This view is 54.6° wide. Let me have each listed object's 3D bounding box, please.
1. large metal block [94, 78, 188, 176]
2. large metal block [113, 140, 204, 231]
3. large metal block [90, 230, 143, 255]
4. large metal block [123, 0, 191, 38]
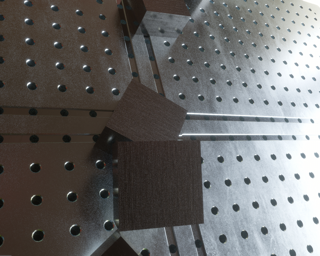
[{"bbox_3d":[-0.022,0.000,0.380,0.080,0.050,0.080,30,52,-9],"label":"large metal block"},{"bbox_3d":[-0.005,0.054,0.312,0.081,0.050,0.080,-1,85,-14],"label":"large metal block"},{"bbox_3d":[-0.046,0.132,0.251,0.080,0.080,0.050,-42,86,-16],"label":"large metal block"},{"bbox_3d":[-0.007,-0.198,0.509,0.081,0.050,0.080,-5,64,-30],"label":"large metal block"}]
